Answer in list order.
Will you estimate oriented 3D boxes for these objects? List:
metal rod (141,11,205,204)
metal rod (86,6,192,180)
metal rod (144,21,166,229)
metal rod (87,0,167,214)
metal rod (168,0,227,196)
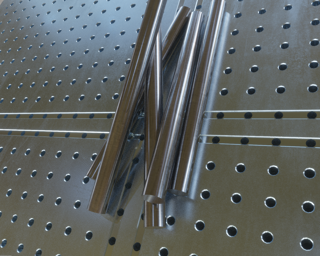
[{"bbox_3d":[0.025,-0.048,0.404,0.025,0.025,0.300,-3,54,26],"label":"metal rod"},{"bbox_3d":[-0.022,-0.059,0.454,0.025,0.025,0.300,15,69,34],"label":"metal rod"},{"bbox_3d":[-0.008,-0.025,0.406,0.025,0.025,0.299,-12,63,21],"label":"metal rod"},{"bbox_3d":[-0.040,-0.039,0.407,0.025,0.025,0.299,10,80,32],"label":"metal rod"},{"bbox_3d":[0.055,-0.058,0.413,0.025,0.025,0.300,1,62,28],"label":"metal rod"}]
